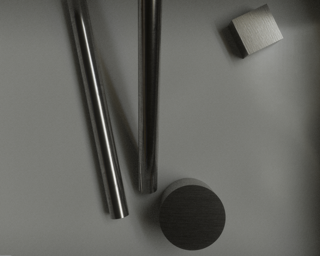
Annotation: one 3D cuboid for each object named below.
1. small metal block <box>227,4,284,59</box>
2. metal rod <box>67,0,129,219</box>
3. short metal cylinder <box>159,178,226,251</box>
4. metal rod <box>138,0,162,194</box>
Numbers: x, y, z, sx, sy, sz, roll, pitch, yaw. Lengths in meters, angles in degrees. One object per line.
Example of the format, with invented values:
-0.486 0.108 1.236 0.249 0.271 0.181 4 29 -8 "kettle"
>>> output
0.126 -0.128 0.413 0.050 0.025 0.050 -26 90 -1 "small metal block"
-0.082 -0.029 0.410 0.025 0.025 0.298 -11 90 0 "metal rod"
0.039 0.108 0.400 0.081 0.050 0.079 0 90 -1 "short metal cylinder"
-0.012 -0.055 0.351 0.025 0.025 0.298 1 115 0 "metal rod"
